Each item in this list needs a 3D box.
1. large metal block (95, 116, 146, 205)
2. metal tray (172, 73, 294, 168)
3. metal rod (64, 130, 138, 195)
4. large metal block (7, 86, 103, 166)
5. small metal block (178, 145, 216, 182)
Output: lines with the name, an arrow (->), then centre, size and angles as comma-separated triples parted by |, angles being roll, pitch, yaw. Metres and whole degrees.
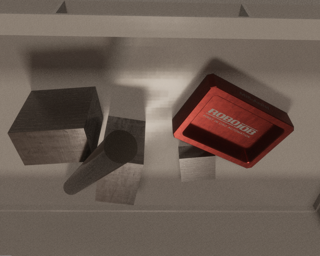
large metal block -> -0.052, 0.043, 0.409 | 0.050, 0.080, 0.079 | 9, 130, -8
metal tray -> 0.093, -0.004, 0.403 | 0.131, 0.030, 0.089 | 24, 126, -20
metal rod -> -0.084, 0.053, 0.357 | 0.025, 0.025, 0.299 | 20, 158, -16
large metal block -> -0.117, -0.004, 0.368 | 0.080, 0.080, 0.050 | -4, 130, 2
small metal block -> 0.054, 0.051, 0.454 | 0.050, 0.025, 0.050 | -5, 130, 4
